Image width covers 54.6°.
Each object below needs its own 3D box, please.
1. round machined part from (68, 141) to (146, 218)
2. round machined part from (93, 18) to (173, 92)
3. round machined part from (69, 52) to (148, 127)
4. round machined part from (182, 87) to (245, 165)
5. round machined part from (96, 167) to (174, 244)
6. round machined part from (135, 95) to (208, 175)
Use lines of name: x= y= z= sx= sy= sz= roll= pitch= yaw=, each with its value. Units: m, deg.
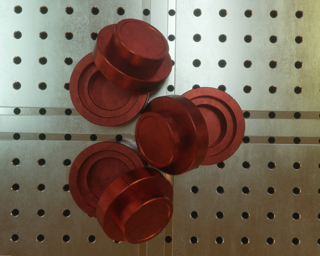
round machined part: x=-0.064 y=0.065 z=0.404 sx=0.099 sy=0.042 sz=0.097 roll=0 pitch=90 yaw=0
round machined part: x=-0.028 y=-0.094 z=0.377 sx=0.099 sy=0.042 sz=0.098 roll=16 pitch=49 yaw=-20
round machined part: x=-0.063 y=-0.050 z=0.403 sx=0.099 sy=0.042 sz=0.097 roll=0 pitch=90 yaw=0
round machined part: x=0.057 y=-0.003 z=0.405 sx=0.099 sy=0.042 sz=0.097 roll=0 pitch=90 yaw=0
round machined part: x=-0.023 y=0.100 z=0.376 sx=0.099 sy=0.042 sz=0.097 roll=-20 pitch=128 yaw=-27
round machined part: x=0.007 y=0.010 z=0.375 sx=0.042 sy=0.098 sz=0.098 roll=-14 pitch=90 yaw=-42
